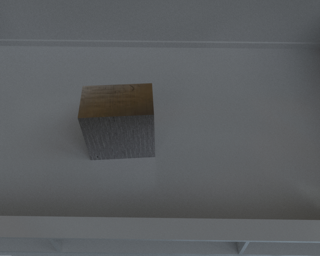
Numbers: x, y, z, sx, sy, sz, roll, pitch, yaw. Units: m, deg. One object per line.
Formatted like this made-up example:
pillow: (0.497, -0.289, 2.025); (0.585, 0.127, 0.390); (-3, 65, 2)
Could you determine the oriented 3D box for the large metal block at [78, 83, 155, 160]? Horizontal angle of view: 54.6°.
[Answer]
large metal block: (-0.048, -0.006, 0.374); (0.080, 0.080, 0.050); (-3, 50, -2)
